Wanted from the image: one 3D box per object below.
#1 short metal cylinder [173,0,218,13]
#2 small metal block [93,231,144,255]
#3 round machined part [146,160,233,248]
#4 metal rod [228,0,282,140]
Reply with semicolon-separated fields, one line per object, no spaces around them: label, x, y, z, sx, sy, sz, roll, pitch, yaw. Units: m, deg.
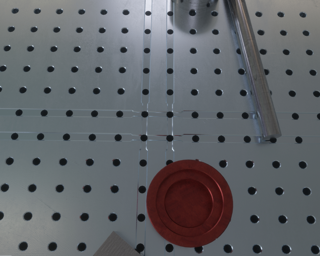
short metal cylinder;0.057;-0.229;0.483;0.081;0.050;0.080;0;70;0
small metal block;-0.050;0.155;0.355;0.050;0.025;0.050;37;74;12
round machined part;0.034;0.090;0.370;0.099;0.042;0.098;0;70;0
metal rod;0.129;-0.127;0.458;0.025;0.025;0.299;-7;70;-3
